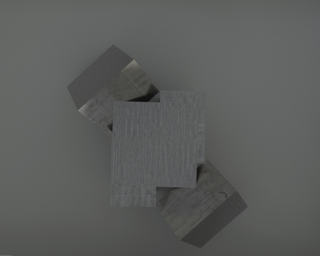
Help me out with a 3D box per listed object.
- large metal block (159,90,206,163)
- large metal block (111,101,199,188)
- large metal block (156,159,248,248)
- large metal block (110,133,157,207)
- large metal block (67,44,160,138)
[{"bbox_3d":[0.024,-0.001,0.381,0.050,0.080,0.080,1,90,0],"label":"large metal block"},{"bbox_3d":[-0.005,0.015,0.317,0.081,0.050,0.080,2,90,0],"label":"large metal block"},{"bbox_3d":[0.053,0.094,0.375,0.080,0.080,0.050,-41,55,0],"label":"large metal block"},{"bbox_3d":[-0.029,0.047,0.382,0.050,0.080,0.080,1,90,0],"label":"large metal block"},{"bbox_3d":[-0.059,-0.048,0.374,0.080,0.080,0.050,-43,125,0],"label":"large metal block"}]
